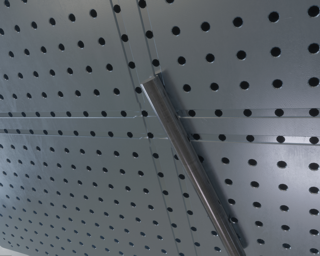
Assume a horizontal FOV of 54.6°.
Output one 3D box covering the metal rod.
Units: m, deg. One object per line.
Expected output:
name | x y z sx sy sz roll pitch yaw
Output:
metal rod | 0.052 0.067 0.425 0.025 0.025 0.299 -16 111 34
